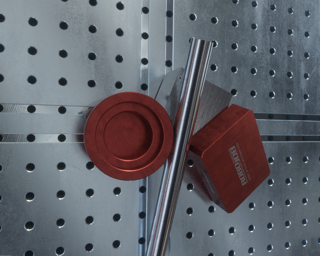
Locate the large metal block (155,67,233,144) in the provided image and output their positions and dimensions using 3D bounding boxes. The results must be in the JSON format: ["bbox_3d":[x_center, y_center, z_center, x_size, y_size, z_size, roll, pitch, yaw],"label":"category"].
[{"bbox_3d":[0.037,-0.023,0.410,0.080,0.050,0.080,24,82,-19],"label":"large metal block"}]

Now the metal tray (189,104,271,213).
[{"bbox_3d":[0.097,0.044,0.415,0.090,0.030,0.130,-40,128,-15],"label":"metal tray"}]

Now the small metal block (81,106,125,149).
[{"bbox_3d":[-0.064,-0.006,0.386,0.050,0.025,0.050,-23,98,-19],"label":"small metal block"}]

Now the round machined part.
[{"bbox_3d":[-0.038,0.009,0.357,0.099,0.042,0.097,0,91,-17],"label":"round machined part"}]

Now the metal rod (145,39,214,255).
[{"bbox_3d":[0.018,0.047,0.373,0.025,0.025,0.298,7,104,-20],"label":"metal rod"}]
